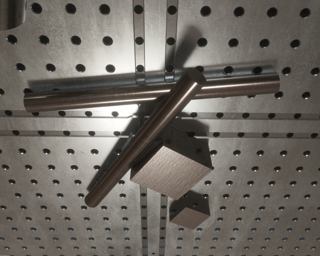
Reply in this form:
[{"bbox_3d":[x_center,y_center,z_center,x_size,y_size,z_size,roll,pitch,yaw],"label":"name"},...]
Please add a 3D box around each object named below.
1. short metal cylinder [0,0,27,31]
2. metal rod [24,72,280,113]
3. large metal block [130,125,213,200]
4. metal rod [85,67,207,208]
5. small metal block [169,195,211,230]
[{"bbox_3d":[-0.158,-0.126,0.266,0.081,0.080,0.050,15,129,-13],"label":"short metal cylinder"},{"bbox_3d":[-0.012,-0.042,0.375,0.302,0.025,0.025,-4,130,3],"label":"metal rod"},{"bbox_3d":[0.015,0.048,0.436,0.080,0.050,0.080,27,125,-22],"label":"large metal block"},{"bbox_3d":[-0.037,0.033,0.419,0.025,0.025,0.298,24,132,-20],"label":"metal rod"},{"bbox_3d":[0.051,0.147,0.538,0.050,0.025,0.050,25,126,-20],"label":"small metal block"}]
